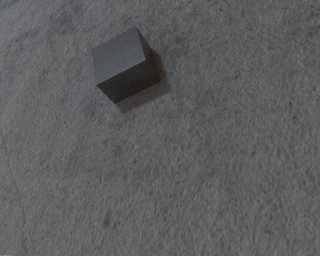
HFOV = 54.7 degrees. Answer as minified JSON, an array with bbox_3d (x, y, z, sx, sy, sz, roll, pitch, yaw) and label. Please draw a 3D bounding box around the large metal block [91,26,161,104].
[{"bbox_3d":[-0.053,-0.096,0.473,0.080,0.050,0.080,-25,53,12],"label":"large metal block"}]
